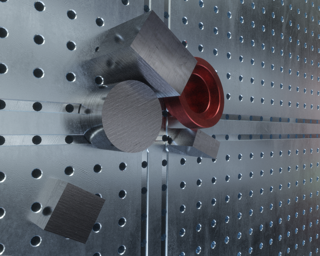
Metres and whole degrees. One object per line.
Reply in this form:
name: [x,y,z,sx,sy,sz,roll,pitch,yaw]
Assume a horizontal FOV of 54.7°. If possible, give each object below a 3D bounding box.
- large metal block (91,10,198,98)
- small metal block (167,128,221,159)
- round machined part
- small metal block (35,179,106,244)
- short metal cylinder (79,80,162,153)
large metal block: [-0.018,-0.079,0.360,0.080,0.080,0.050,40,65,-33]
small metal block: [0.047,0.022,0.435,0.050,0.050,0.025,29,73,-37]
round machined part: [0.043,-0.045,0.430,0.099,0.042,0.098,11,74,-42]
small metal block: [-0.095,0.089,0.331,0.050,0.025,0.050,36,68,-34]
short metal cylinder: [-0.044,-0.013,0.357,0.081,0.050,0.079,0,91,-40]
